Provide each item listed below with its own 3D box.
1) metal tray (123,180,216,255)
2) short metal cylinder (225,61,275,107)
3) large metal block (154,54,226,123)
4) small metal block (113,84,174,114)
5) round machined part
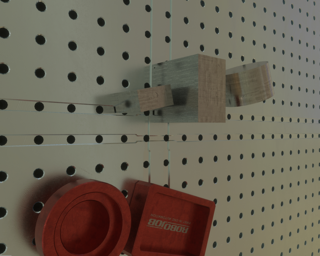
[{"bbox_3d":[0.015,0.130,0.418,0.131,0.030,0.090,25,75,-37],"label":"metal tray"},{"bbox_3d":[0.133,-0.069,0.484,0.081,0.080,0.050,-27,107,-37],"label":"short metal cylinder"},{"bbox_3d":[0.038,-0.047,0.405,0.050,0.080,0.079,0,90,-40],"label":"large metal block"},{"bbox_3d":[-0.020,-0.035,0.376,0.050,0.050,0.025,-16,101,-39],"label":"small metal block"},{"bbox_3d":[-0.083,0.103,0.329,0.099,0.042,0.097,0,90,-40],"label":"round machined part"}]
